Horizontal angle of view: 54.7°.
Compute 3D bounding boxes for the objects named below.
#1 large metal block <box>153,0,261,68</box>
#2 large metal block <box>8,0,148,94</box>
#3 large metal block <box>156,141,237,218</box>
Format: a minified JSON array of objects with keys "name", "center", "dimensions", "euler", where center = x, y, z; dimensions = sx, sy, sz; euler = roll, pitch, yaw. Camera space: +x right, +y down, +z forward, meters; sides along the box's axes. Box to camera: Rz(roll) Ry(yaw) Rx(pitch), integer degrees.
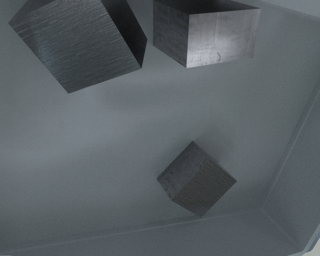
[{"name":"large metal block","center":[0.046,-0.106,0.332],"dimensions":[0.081,0.080,0.050],"euler":[-13,124,-21]},{"name":"large metal block","center":[-0.068,-0.087,0.279],"dimensions":[0.080,0.050,0.080],"euler":[-15,133,20]},{"name":"large metal block","center":[0.056,0.079,0.472],"dimensions":[0.080,0.050,0.080],"euler":[-47,129,5]}]
